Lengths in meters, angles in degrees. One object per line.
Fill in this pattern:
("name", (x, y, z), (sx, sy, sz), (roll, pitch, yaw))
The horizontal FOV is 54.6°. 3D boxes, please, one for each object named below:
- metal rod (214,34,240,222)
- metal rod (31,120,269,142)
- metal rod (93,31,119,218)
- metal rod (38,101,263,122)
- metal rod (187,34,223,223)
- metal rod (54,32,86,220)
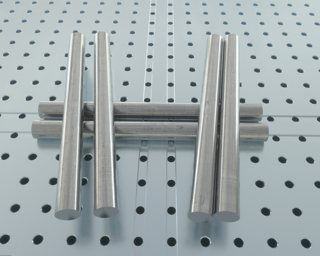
("metal rod", (0.090, -0.026, 0.399), (0.025, 0.025, 0.300), (7, 50, 6))
("metal rod", (-0.013, 0.004, 0.406), (0.302, 0.025, 0.025), (1, 50, 0))
("metal rod", (-0.073, -0.030, 0.401), (0.025, 0.025, 0.300), (-6, 50, -5))
("metal rod", (-0.013, -0.023, 0.428), (0.302, 0.025, 0.025), (1, 50, 0))
("metal rod", (0.064, -0.026, 0.398), (0.025, 0.025, 0.300), (7, 50, 6))
("metal rod", (-0.111, -0.028, 0.399), (0.025, 0.025, 0.300), (-6, 50, -5))
